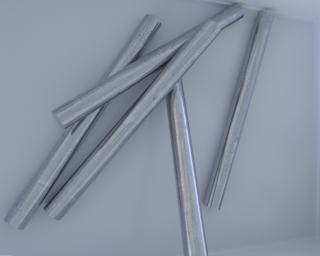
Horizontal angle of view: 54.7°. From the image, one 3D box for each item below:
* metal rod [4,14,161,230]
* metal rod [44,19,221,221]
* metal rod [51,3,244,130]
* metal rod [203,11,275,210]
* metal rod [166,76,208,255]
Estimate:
[{"bbox_3d":[-0.087,-0.016,0.378,0.025,0.025,0.300,35,78,-17],"label":"metal rod"},{"bbox_3d":[-0.030,-0.014,0.377,0.025,0.025,0.300,42,85,-16],"label":"metal rod"},{"bbox_3d":[0.002,-0.089,0.393,0.302,0.025,0.025,-36,102,-24],"label":"metal rod"},{"bbox_3d":[0.117,-0.030,0.455,0.025,0.025,0.299,20,83,-19],"label":"metal rod"},{"bbox_3d":[0.029,0.052,0.358,0.025,0.025,0.299,4,64,-20],"label":"metal rod"}]
